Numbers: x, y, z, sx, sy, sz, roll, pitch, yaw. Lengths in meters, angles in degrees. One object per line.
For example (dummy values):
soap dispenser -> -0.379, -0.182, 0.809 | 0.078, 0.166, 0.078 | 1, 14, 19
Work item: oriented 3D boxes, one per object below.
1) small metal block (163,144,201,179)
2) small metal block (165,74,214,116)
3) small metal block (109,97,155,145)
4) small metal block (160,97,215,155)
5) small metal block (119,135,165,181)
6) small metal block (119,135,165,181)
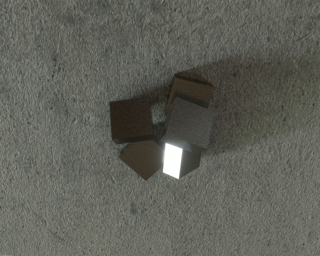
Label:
small metal block -> 0.031, 0.032, 0.408 | 0.025, 0.050, 0.050 | 19, 114, 34
small metal block -> 0.036, -0.037, 0.398 | 0.050, 0.025, 0.050 | 13, 110, -5
small metal block -> -0.035, -0.009, 0.394 | 0.050, 0.025, 0.050 | -7, 72, 2
small metal block -> 0.033, -0.002, 0.370 | 0.050, 0.025, 0.050 | 20, 65, -8
small metal block -> -0.019, 0.035, 0.424 | 0.050, 0.025, 0.050 | -43, 105, 14
small metal block -> -0.019, 0.035, 0.424 | 0.050, 0.025, 0.050 | -43, 105, 14
